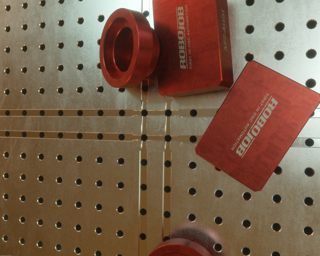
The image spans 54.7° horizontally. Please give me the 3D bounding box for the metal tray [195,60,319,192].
[{"bbox_3d":[0.113,-0.003,0.370,0.090,0.030,0.129,33,100,16],"label":"metal tray"}]

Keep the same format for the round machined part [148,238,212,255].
[{"bbox_3d":[0.029,0.188,0.393,0.098,0.042,0.097,0,90,19],"label":"round machined part"}]

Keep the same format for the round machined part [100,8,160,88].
[{"bbox_3d":[-0.037,-0.100,0.400,0.098,0.042,0.097,4,95,52],"label":"round machined part"}]

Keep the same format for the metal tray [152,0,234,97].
[{"bbox_3d":[0.038,-0.108,0.380,0.090,0.030,0.129,-6,87,38],"label":"metal tray"}]
